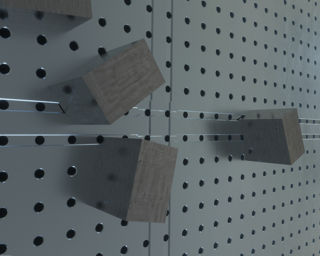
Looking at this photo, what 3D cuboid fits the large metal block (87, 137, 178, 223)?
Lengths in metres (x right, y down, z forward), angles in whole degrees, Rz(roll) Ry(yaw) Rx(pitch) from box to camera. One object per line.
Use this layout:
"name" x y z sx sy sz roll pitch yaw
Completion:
"large metal block" -0.032 0.055 0.346 0.050 0.080 0.080 18 79 -39

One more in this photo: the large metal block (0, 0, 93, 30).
"large metal block" -0.116 -0.143 0.295 0.081 0.050 0.080 -8 95 -40

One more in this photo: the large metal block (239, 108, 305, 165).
"large metal block" 0.191 0.013 0.532 0.050 0.080 0.080 -28 107 -37

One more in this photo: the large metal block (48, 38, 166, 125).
"large metal block" -0.056 -0.046 0.325 0.080 0.080 0.050 -42 116 -32
